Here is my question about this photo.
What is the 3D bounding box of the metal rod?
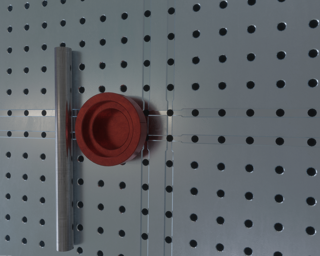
[{"bbox_3d":[-0.143,0.031,0.462,0.025,0.025,0.298,-1,90,20],"label":"metal rod"}]

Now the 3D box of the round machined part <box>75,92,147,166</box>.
[{"bbox_3d":[-0.063,0.002,0.426,0.098,0.042,0.097,0,90,20],"label":"round machined part"}]
